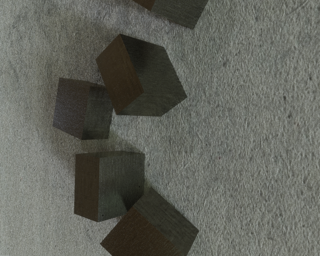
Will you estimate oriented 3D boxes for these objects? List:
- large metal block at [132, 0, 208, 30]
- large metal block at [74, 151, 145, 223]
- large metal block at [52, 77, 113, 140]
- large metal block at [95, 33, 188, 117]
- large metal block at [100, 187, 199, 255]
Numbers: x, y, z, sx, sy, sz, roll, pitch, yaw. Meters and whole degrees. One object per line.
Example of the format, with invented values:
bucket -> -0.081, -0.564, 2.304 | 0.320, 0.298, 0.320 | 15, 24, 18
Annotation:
large metal block -> 0.018, -0.170, 0.355 | 0.050, 0.081, 0.080 | 42, 116, 32
large metal block -> -0.068, 0.075, 0.425 | 0.050, 0.081, 0.079 | 3, 92, 40
large metal block -> -0.120, -0.031, 0.488 | 0.080, 0.050, 0.079 | 19, 102, 38
large metal block -> -0.022, -0.062, 0.388 | 0.050, 0.081, 0.080 | -35, 68, 34
large metal block -> -0.013, 0.135, 0.383 | 0.080, 0.050, 0.080 | 42, 117, 7
